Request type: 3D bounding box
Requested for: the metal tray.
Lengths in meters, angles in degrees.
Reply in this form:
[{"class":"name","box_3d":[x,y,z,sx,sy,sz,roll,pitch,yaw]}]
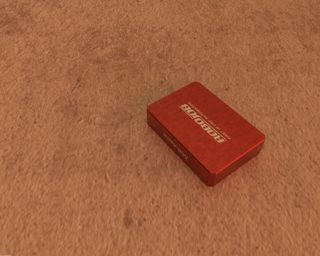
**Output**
[{"class":"metal tray","box_3d":[0.055,0.001,0.399,0.091,0.030,0.130,-30,56,-23]}]
